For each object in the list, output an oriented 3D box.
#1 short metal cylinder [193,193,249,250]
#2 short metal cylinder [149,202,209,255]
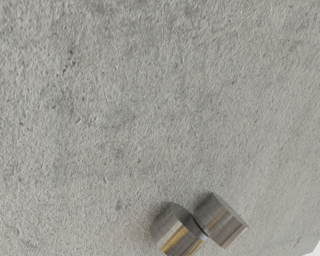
[{"bbox_3d":[0.103,0.156,0.524,0.050,0.080,0.080,-47,129,4],"label":"short metal cylinder"},{"bbox_3d":[0.030,0.165,0.490,0.050,0.080,0.080,-49,129,6],"label":"short metal cylinder"}]
